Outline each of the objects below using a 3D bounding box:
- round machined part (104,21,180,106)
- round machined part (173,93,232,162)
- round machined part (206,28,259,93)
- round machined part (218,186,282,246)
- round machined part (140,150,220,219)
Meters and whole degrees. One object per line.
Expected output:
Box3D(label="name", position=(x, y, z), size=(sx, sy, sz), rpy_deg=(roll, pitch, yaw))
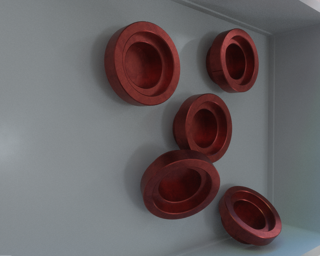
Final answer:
Box3D(label="round machined part", position=(-0.025, -0.075, 0.376), size=(0.099, 0.042, 0.097), rpy_deg=(0, 90, -40))
Box3D(label="round machined part", position=(0.057, 0.000, 0.446), size=(0.099, 0.042, 0.097), rpy_deg=(0, 90, -40))
Box3D(label="round machined part", position=(0.111, -0.104, 0.491), size=(0.099, 0.042, 0.097), rpy_deg=(0, 90, -40))
Box3D(label="round machined part", position=(0.137, 0.143, 0.490), size=(0.099, 0.098, 0.042), rpy_deg=(-7, 135, -40))
Box3D(label="round machined part", position=(0.023, 0.067, 0.397), size=(0.099, 0.042, 0.097), rpy_deg=(-8, 122, -12))
